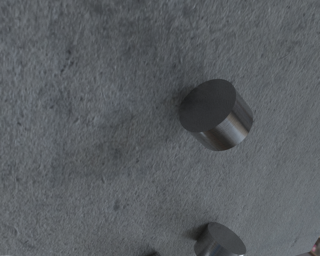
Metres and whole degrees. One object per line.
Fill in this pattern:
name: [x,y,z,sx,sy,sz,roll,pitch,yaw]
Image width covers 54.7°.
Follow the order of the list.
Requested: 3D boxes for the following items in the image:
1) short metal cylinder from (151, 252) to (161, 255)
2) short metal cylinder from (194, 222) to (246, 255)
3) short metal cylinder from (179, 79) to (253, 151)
short metal cylinder: [-0.006,0.264,0.533,0.050,0.080,0.080,-25,128,-13]
short metal cylinder: [0.110,0.221,0.571,0.080,0.080,0.050,19,108,-36]
short metal cylinder: [0.072,-0.017,0.402,0.080,0.080,0.050,-46,130,4]
